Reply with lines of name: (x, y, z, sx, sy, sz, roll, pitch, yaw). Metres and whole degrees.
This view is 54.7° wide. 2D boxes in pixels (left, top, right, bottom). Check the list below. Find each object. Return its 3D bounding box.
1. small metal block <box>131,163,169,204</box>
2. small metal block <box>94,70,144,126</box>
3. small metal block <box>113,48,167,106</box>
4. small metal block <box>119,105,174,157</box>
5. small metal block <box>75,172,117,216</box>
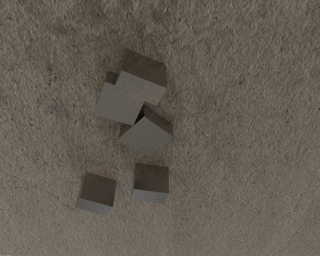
small metal block: (-0.014, 0.082, 0.460, 0.050, 0.050, 0.025, 9, 130, -8)
small metal block: (-0.048, -0.035, 0.377, 0.050, 0.025, 0.050, 17, 128, -14)
small metal block: (-0.021, -0.057, 0.342, 0.050, 0.050, 0.025, 19, 127, -16)
small metal block: (-0.018, 0.005, 0.411, 0.050, 0.025, 0.050, 35, 122, -26)
small metal block: (-0.098, 0.101, 0.476, 0.050, 0.050, 0.025, 21, 127, -17)
